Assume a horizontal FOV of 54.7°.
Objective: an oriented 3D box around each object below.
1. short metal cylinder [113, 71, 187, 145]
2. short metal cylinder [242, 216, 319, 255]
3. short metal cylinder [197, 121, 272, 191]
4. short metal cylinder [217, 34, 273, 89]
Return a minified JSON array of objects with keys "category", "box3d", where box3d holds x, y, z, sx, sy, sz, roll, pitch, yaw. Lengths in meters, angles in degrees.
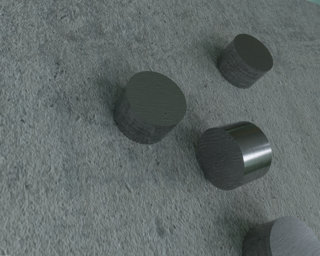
[{"category":"short metal cylinder","box3d":[-0.013,-0.025,0.396,0.081,0.050,0.080,14,56,-21]},{"category":"short metal cylinder","box3d":[0.148,0.153,0.374,0.081,0.050,0.080,14,56,-21]},{"category":"short metal cylinder","box3d":[0.094,0.034,0.398,0.050,0.080,0.080,-12,68,-33]},{"category":"short metal cylinder","box3d":[0.147,-0.115,0.537,0.081,0.050,0.080,14,56,-21]}]
